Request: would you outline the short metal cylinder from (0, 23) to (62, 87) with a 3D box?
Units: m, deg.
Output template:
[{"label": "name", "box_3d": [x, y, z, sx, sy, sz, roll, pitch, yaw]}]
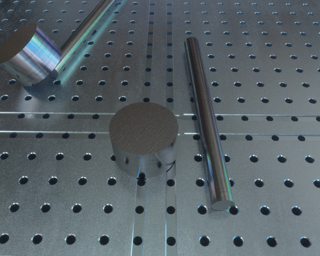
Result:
[{"label": "short metal cylinder", "box_3d": [-0.196, -0.109, 0.460, 0.080, 0.050, 0.080, -18, 49, 22]}]

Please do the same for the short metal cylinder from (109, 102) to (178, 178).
[{"label": "short metal cylinder", "box_3d": [-0.019, 0.014, 0.379, 0.080, 0.050, 0.080, 0, 50, 0]}]

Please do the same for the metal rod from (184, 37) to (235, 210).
[{"label": "metal rod", "box_3d": [0.061, -0.030, 0.433, 0.025, 0.025, 0.300, -2, 50, -2]}]

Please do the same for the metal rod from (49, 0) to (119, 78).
[{"label": "metal rod", "box_3d": [-0.124, -0.197, 0.571, 0.025, 0.025, 0.300, 13, 51, 11]}]
